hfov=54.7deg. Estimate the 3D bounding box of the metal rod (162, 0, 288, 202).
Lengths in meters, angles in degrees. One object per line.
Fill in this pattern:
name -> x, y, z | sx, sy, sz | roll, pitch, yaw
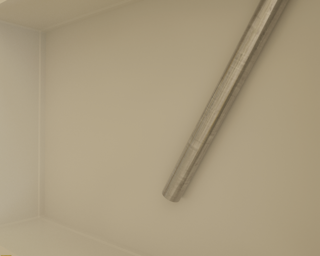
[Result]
metal rod -> 0.074, -0.041, 0.344 | 0.025, 0.025, 0.298 | 38, 113, 33
